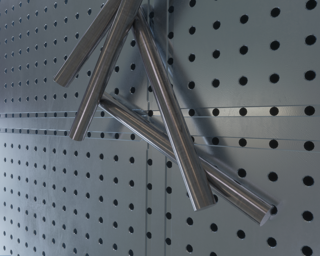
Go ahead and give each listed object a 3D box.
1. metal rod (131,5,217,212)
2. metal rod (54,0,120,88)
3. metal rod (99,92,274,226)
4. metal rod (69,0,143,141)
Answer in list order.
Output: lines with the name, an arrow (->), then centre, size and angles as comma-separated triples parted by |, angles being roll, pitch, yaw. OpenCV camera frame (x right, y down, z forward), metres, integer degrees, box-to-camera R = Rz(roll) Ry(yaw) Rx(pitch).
metal rod -> 0.004, -0.046, 0.387 | 0.025, 0.025, 0.299 | -35, 62, 34
metal rod -> -0.054, -0.176, 0.422 | 0.299, 0.025, 0.025 | -49, 61, 17
metal rod -> 0.008, 0.021, 0.403 | 0.300, 0.025, 0.025 | 34, 111, 34
metal rod -> -0.067, -0.108, 0.429 | 0.025, 0.025, 0.298 | 43, 117, 31
